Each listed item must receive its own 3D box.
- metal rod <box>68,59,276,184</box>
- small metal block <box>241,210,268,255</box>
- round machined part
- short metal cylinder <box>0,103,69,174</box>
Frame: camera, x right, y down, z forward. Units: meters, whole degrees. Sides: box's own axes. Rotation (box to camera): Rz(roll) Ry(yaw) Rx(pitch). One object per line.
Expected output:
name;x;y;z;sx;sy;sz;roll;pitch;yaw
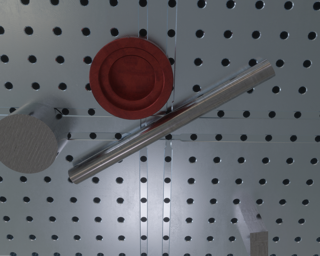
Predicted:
metal rod;0.008;-0.004;0.412;0.300;0.025;0.025;-29;108;10
small metal block;0.140;0.158;0.460;0.025;0.050;0.050;-6;110;2
round machined part;-0.033;-0.063;0.381;0.099;0.042;0.097;0;110;0
short metal cylinder;-0.166;0.012;0.403;0.081;0.050;0.079;0;110;0
